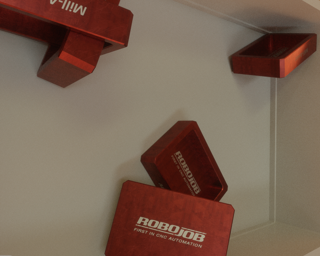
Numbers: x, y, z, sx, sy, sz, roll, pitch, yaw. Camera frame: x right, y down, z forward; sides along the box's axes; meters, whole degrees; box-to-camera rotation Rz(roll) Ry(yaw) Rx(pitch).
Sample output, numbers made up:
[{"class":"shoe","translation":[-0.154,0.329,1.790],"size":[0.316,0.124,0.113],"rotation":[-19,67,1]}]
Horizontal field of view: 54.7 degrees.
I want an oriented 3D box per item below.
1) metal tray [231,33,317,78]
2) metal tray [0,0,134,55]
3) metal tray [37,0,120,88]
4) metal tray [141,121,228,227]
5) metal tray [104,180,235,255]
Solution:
[{"class":"metal tray","translation":[0.193,-0.126,0.522],"size":[0.131,0.090,0.030],"rotation":[-35,125,-35]},{"class":"metal tray","translation":[-0.101,-0.098,0.266],"size":[0.131,0.090,0.030],"rotation":[11,89,-32]},{"class":"metal tray","translation":[-0.073,-0.109,0.300],"size":[0.030,0.090,0.130],"rotation":[24,74,-30]},{"class":"metal tray","translation":[0.039,0.065,0.435],"size":[0.090,0.030,0.130],"rotation":[-43,116,-31]},{"class":"metal tray","translation":[0.012,0.119,0.359],"size":[0.030,0.131,0.090],"rotation":[73,30,-77]}]
